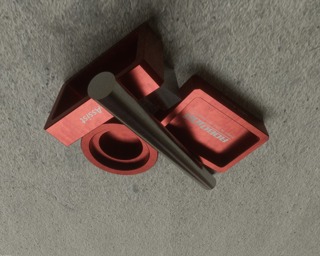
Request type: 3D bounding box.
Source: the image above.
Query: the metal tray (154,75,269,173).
[{"bbox_3d":[0.065,0.000,0.407,0.131,0.030,0.090,31,124,-24],"label":"metal tray"}]

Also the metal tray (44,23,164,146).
[{"bbox_3d":[-0.057,-0.046,0.325,0.130,0.090,0.030,-30,124,22],"label":"metal tray"}]

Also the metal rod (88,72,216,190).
[{"bbox_3d":[0.016,0.026,0.361,0.025,0.025,0.300,-21,149,16],"label":"metal rod"}]

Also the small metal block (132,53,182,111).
[{"bbox_3d":[-0.006,-0.054,0.340,0.025,0.050,0.050,-34,137,28],"label":"small metal block"}]

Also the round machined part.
[{"bbox_3d":[-0.049,0.015,0.405,0.099,0.042,0.097,4,134,4],"label":"round machined part"}]
